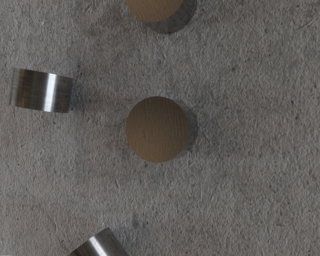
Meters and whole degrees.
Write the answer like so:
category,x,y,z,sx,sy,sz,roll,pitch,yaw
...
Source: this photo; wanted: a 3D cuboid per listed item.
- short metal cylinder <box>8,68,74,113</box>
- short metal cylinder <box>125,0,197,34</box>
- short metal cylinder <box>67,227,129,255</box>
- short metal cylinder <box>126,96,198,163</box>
category,x,y,z,sx,sy,sz,roll,pitch,yaw
short metal cylinder,-0.168,-0.052,0.439,0.080,0.080,0.050,11,94,19
short metal cylinder,0.003,-0.167,0.395,0.080,0.050,0.080,0,90,20
short metal cylinder,-0.087,0.177,0.410,0.080,0.080,0.050,-42,77,15
short metal cylinder,0.004,0.002,0.394,0.080,0.050,0.080,0,90,20
